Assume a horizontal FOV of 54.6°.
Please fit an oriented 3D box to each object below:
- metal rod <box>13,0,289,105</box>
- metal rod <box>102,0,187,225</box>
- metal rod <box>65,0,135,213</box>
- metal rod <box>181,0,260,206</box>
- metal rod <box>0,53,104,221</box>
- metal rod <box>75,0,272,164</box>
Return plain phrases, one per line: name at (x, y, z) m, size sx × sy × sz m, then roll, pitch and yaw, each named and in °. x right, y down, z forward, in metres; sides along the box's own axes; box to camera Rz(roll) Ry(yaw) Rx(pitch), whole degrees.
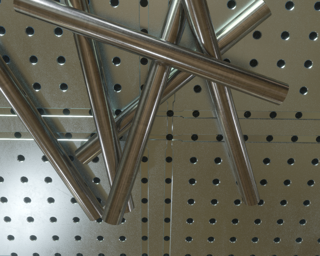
metal rod at (-0.009, -0.086, 0.335) m, size 0.301 × 0.025 × 0.025 m, roll 19°, pitch 109°, yaw 0°
metal rod at (-0.013, -0.028, 0.367) m, size 0.025 × 0.025 × 0.299 m, roll 18°, pitch 96°, yaw -6°
metal rod at (-0.074, -0.036, 0.379) m, size 0.025 × 0.025 × 0.298 m, roll -10°, pitch 102°, yaw 4°
metal rod at (0.083, -0.020, 0.388) m, size 0.025 × 0.025 × 0.299 m, roll -19°, pitch 116°, yaw 7°
metal rod at (-0.160, 0.004, 0.413) m, size 0.025 × 0.025 × 0.299 m, roll -25°, pitch 108°, yaw 9°
metal rod at (0.007, -0.051, 0.394) m, size 0.300 × 0.025 × 0.025 m, roll -38°, pitch 106°, yaw 13°
